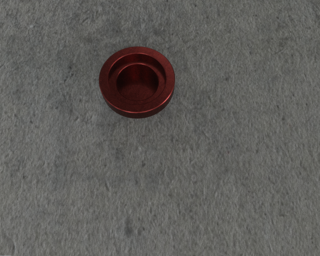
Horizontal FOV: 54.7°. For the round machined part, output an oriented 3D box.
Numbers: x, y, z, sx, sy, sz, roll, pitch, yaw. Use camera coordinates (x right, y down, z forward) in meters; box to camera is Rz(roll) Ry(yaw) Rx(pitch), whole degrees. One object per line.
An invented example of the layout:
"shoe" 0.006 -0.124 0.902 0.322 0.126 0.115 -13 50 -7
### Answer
"round machined part" -0.030 -0.057 0.420 0.099 0.042 0.098 0 70 -1
